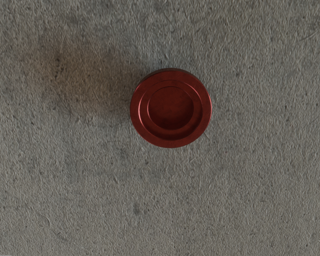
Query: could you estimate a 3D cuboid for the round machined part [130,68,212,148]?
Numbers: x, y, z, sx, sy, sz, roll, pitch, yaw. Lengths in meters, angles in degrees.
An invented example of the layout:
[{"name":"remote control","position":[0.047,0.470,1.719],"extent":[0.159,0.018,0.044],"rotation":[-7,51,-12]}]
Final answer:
[{"name":"round machined part","position":[0.013,-0.027,0.391],"extent":[0.099,0.042,0.097],"rotation":[0,110,0]}]
